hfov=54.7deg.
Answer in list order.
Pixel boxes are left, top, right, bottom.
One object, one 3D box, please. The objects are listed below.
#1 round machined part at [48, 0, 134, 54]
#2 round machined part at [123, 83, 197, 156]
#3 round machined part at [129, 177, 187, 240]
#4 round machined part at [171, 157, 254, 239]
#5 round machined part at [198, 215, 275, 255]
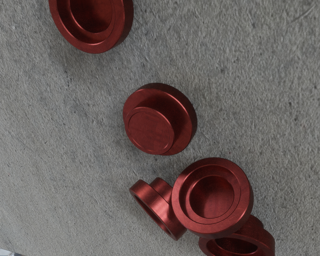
[{"bbox_3d":[-0.072,-0.137,0.349,0.098,0.042,0.097,13,124,21],"label":"round machined part"},{"bbox_3d":[-0.006,-0.005,0.396,0.098,0.042,0.097,13,124,21],"label":"round machined part"},{"bbox_3d":[0.004,0.109,0.442,0.098,0.042,0.098,43,162,18],"label":"round machined part"},{"bbox_3d":[0.067,0.089,0.388,0.098,0.098,0.042,-1,146,28],"label":"round machined part"},{"bbox_3d":[0.105,0.148,0.421,0.098,0.042,0.097,11,137,10],"label":"round machined part"}]
